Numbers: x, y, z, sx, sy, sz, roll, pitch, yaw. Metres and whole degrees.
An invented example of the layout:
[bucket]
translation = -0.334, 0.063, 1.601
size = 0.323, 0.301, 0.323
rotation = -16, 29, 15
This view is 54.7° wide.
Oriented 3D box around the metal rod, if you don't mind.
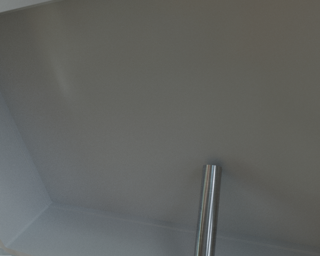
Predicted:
[metal rod]
translation = 0.049, 0.194, 0.369
size = 0.025, 0.299, 0.025
rotation = 8, 165, 2
